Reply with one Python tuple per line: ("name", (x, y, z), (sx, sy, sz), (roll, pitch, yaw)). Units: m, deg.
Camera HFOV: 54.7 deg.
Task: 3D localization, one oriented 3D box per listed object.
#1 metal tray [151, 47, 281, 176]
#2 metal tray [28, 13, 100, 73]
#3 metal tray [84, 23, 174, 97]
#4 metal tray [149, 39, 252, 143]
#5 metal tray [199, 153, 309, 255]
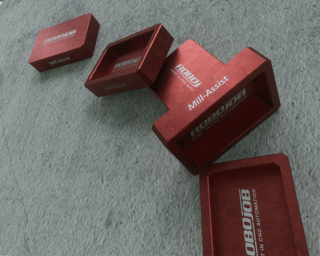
("metal tray", (0.065, -0.013, 0.335), (0.130, 0.090, 0.030), (-39, 51, 1))
("metal tray", (-0.185, -0.164, 0.598), (0.130, 0.030, 0.090), (-10, 57, 23))
("metal tray", (-0.049, -0.097, 0.458), (0.130, 0.030, 0.090), (-4, 55, 45))
("metal tray", (0.045, -0.053, 0.410), (0.090, 0.030, 0.130), (-39, 51, 1))
("metal tray", (0.088, 0.094, 0.296), (0.090, 0.030, 0.130), (-12, 56, 21))
